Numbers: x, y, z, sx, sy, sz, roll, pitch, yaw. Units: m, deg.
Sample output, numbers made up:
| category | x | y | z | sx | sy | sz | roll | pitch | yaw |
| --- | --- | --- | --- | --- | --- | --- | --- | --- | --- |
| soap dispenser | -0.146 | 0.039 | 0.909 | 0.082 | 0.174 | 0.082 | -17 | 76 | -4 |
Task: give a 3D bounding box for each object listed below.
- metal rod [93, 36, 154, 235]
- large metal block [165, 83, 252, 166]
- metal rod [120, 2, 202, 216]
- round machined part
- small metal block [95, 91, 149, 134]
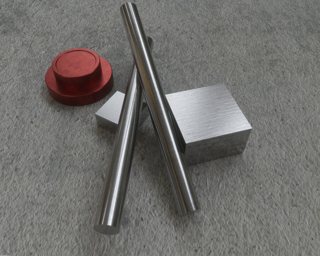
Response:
| category | x | y | z | sx | sy | sz | roll | pitch | yaw |
| --- | --- | --- | --- | --- | --- | --- | --- | --- | --- |
| metal rod | -0.036 | -0.019 | 0.386 | 0.025 | 0.025 | 0.300 | 4 | 50 | 3 |
| large metal block | 0.056 | -0.005 | 0.392 | 0.081 | 0.050 | 0.080 | -12 | 51 | -11 |
| metal rod | -0.007 | -0.041 | 0.389 | 0.025 | 0.025 | 0.299 | -12 | 66 | -10 |
| round machined part | -0.120 | -0.081 | 0.459 | 0.099 | 0.042 | 0.098 | 0 | 50 | 0 |
| small metal block | -0.050 | -0.017 | 0.417 | 0.050 | 0.025 | 0.050 | 24 | 54 | 18 |
